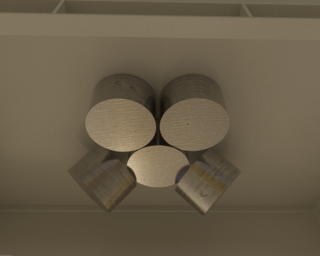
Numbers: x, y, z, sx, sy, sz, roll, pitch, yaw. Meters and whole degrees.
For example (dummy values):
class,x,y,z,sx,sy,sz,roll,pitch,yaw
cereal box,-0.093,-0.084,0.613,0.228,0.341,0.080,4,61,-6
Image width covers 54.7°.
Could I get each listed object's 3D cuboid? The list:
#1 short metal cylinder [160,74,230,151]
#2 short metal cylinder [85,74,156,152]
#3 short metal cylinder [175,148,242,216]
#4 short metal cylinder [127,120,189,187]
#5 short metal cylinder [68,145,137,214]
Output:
class,x,y,z,sx,sy,sz,roll,pitch,yaw
short metal cylinder,0.040,-0.018,0.376,0.081,0.050,0.079,0,130,0
short metal cylinder,-0.045,-0.017,0.374,0.081,0.050,0.079,0,130,0
short metal cylinder,0.066,0.074,0.427,0.050,0.081,0.079,40,129,18
short metal cylinder,-0.002,0.035,0.418,0.081,0.050,0.079,0,130,0
short metal cylinder,-0.078,0.069,0.421,0.050,0.080,0.080,-44,132,-22
